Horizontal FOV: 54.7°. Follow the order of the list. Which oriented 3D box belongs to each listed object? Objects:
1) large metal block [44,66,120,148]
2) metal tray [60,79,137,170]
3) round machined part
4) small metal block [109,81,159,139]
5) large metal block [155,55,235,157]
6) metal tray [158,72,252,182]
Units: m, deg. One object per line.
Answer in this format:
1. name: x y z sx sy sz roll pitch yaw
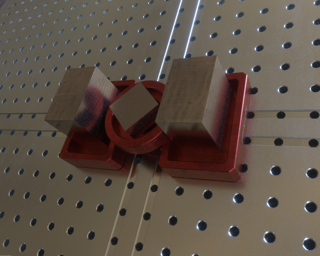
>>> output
1. large metal block: -0.097 -0.026 0.423 0.050 0.080 0.080 1 62 29
2. metal tray: -0.082 -0.007 0.452 0.090 0.030 0.130 1 62 28
3. round machined part: -0.018 -0.010 0.402 0.098 0.042 0.098 -13 56 21
4. small metal block: -0.028 -0.022 0.384 0.050 0.025 0.050 -39 51 2
5. large metal block: 0.044 -0.022 0.346 0.050 0.080 0.080 2 63 29
6. metal tray: 0.057 -0.004 0.377 0.090 0.030 0.130 0 61 28
